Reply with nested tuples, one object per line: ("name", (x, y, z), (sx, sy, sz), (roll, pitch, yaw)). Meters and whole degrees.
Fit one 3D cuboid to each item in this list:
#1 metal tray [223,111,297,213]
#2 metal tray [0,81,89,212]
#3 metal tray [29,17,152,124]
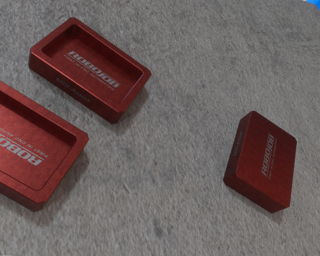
("metal tray", (0.151, 0.046, 0.457), (0.090, 0.030, 0.130), (33, 51, -7))
("metal tray", (-0.151, 0.012, 0.311), (0.130, 0.030, 0.090), (33, 51, -7))
("metal tray", (-0.087, -0.076, 0.401), (0.130, 0.030, 0.090), (35, 51, -6))
